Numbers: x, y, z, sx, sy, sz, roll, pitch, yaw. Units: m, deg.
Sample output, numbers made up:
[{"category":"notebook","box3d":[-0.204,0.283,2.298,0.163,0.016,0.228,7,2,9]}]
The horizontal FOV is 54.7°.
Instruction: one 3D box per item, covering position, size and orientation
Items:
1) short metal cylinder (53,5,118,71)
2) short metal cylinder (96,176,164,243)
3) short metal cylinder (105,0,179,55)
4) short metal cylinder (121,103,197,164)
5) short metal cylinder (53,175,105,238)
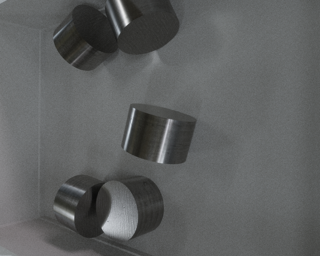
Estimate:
[{"category":"short metal cylinder","box3d":[-0.108,-0.132,0.457,0.050,0.081,0.080,-29,72,36]},{"category":"short metal cylinder","box3d":[-0.042,0.108,0.423,0.080,0.050,0.079,0,90,39]},{"category":"short metal cylinder","box3d":[-0.022,-0.137,0.388,0.080,0.081,0.050,-33,70,35]},{"category":"short metal cylinder","box3d":[-0.002,0.005,0.371,0.080,0.081,0.050,22,104,37]},{"category":"short metal cylinder","box3d":[-0.107,0.114,0.457,0.050,0.081,0.079,10,96,39]}]
